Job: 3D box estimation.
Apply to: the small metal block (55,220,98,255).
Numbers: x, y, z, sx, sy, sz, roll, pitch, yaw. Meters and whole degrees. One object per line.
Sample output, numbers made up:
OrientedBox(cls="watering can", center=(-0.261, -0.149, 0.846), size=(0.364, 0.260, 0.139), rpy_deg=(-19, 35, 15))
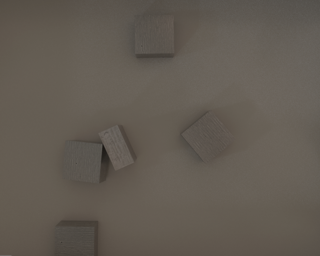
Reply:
OrientedBox(cls="small metal block", center=(-0.110, 0.152, 0.411), size=(0.050, 0.025, 0.050), rpy_deg=(1, 90, 0))

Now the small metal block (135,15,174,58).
OrientedBox(cls="small metal block", center=(-0.007, -0.121, 0.411), size=(0.050, 0.025, 0.050), rpy_deg=(-1, 90, 0))

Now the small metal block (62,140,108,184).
OrientedBox(cls="small metal block", center=(-0.097, 0.043, 0.406), size=(0.050, 0.025, 0.050), rpy_deg=(5, 90, 10))

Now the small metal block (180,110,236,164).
OrientedBox(cls="small metal block", center=(0.063, 0.011, 0.412), size=(0.050, 0.025, 0.050), rpy_deg=(-40, 90, 0))

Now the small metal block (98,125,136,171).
OrientedBox(cls="small metal block", center=(-0.053, 0.024, 0.398), size=(0.025, 0.050, 0.050), rpy_deg=(-24, 90, 0))
